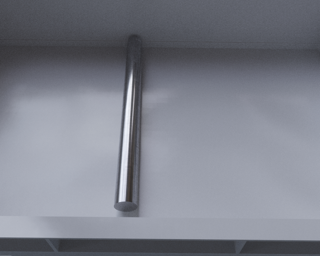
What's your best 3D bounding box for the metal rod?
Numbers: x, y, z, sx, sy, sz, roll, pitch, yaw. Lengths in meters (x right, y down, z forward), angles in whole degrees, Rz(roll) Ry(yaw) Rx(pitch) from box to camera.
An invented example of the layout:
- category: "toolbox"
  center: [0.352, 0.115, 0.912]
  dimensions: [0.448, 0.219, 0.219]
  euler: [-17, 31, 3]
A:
- category: "metal rod"
  center: [-0.040, -0.030, 0.429]
  dimensions: [0.025, 0.025, 0.300]
  euler: [-1, 50, -1]
